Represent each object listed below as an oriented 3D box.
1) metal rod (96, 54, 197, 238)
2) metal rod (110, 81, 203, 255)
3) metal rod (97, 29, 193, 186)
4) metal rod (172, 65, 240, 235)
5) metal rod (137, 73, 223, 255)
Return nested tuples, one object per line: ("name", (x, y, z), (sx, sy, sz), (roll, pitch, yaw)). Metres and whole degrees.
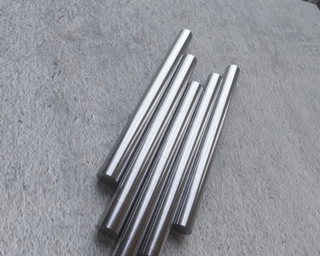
("metal rod", (-0.003, -0.002, 0.406), (0.025, 0.025, 0.301), (32, 51, -8))
("metal rod", (0.003, 0.045, 0.381), (0.025, 0.025, 0.301), (32, 51, -8))
("metal rod", (-0.007, -0.050, 0.433), (0.025, 0.025, 0.301), (32, 52, -8))
("metal rod", (0.075, 0.008, 0.442), (0.025, 0.025, 0.301), (32, 52, -8))
("metal rod", (0.038, 0.028, 0.410), (0.025, 0.025, 0.301), (32, 52, -8))
